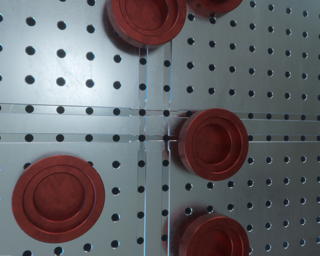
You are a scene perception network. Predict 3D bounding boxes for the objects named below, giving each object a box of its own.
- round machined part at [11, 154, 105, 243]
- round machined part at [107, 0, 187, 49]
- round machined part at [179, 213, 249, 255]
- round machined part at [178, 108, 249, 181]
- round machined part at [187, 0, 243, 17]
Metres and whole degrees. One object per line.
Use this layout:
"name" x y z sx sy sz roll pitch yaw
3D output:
"round machined part" -0.117 0.078 0.361 0.099 0.042 0.097 0 90 -21
"round machined part" -0.019 -0.150 0.397 0.099 0.042 0.097 0 90 -21
"round machined part" 0.071 0.167 0.432 0.099 0.042 0.097 0 90 -21
"round machined part" 0.070 0.022 0.431 0.099 0.042 0.097 0 90 -21
"round machined part" 0.082 -0.211 0.435 0.099 0.042 0.097 0 90 -21
